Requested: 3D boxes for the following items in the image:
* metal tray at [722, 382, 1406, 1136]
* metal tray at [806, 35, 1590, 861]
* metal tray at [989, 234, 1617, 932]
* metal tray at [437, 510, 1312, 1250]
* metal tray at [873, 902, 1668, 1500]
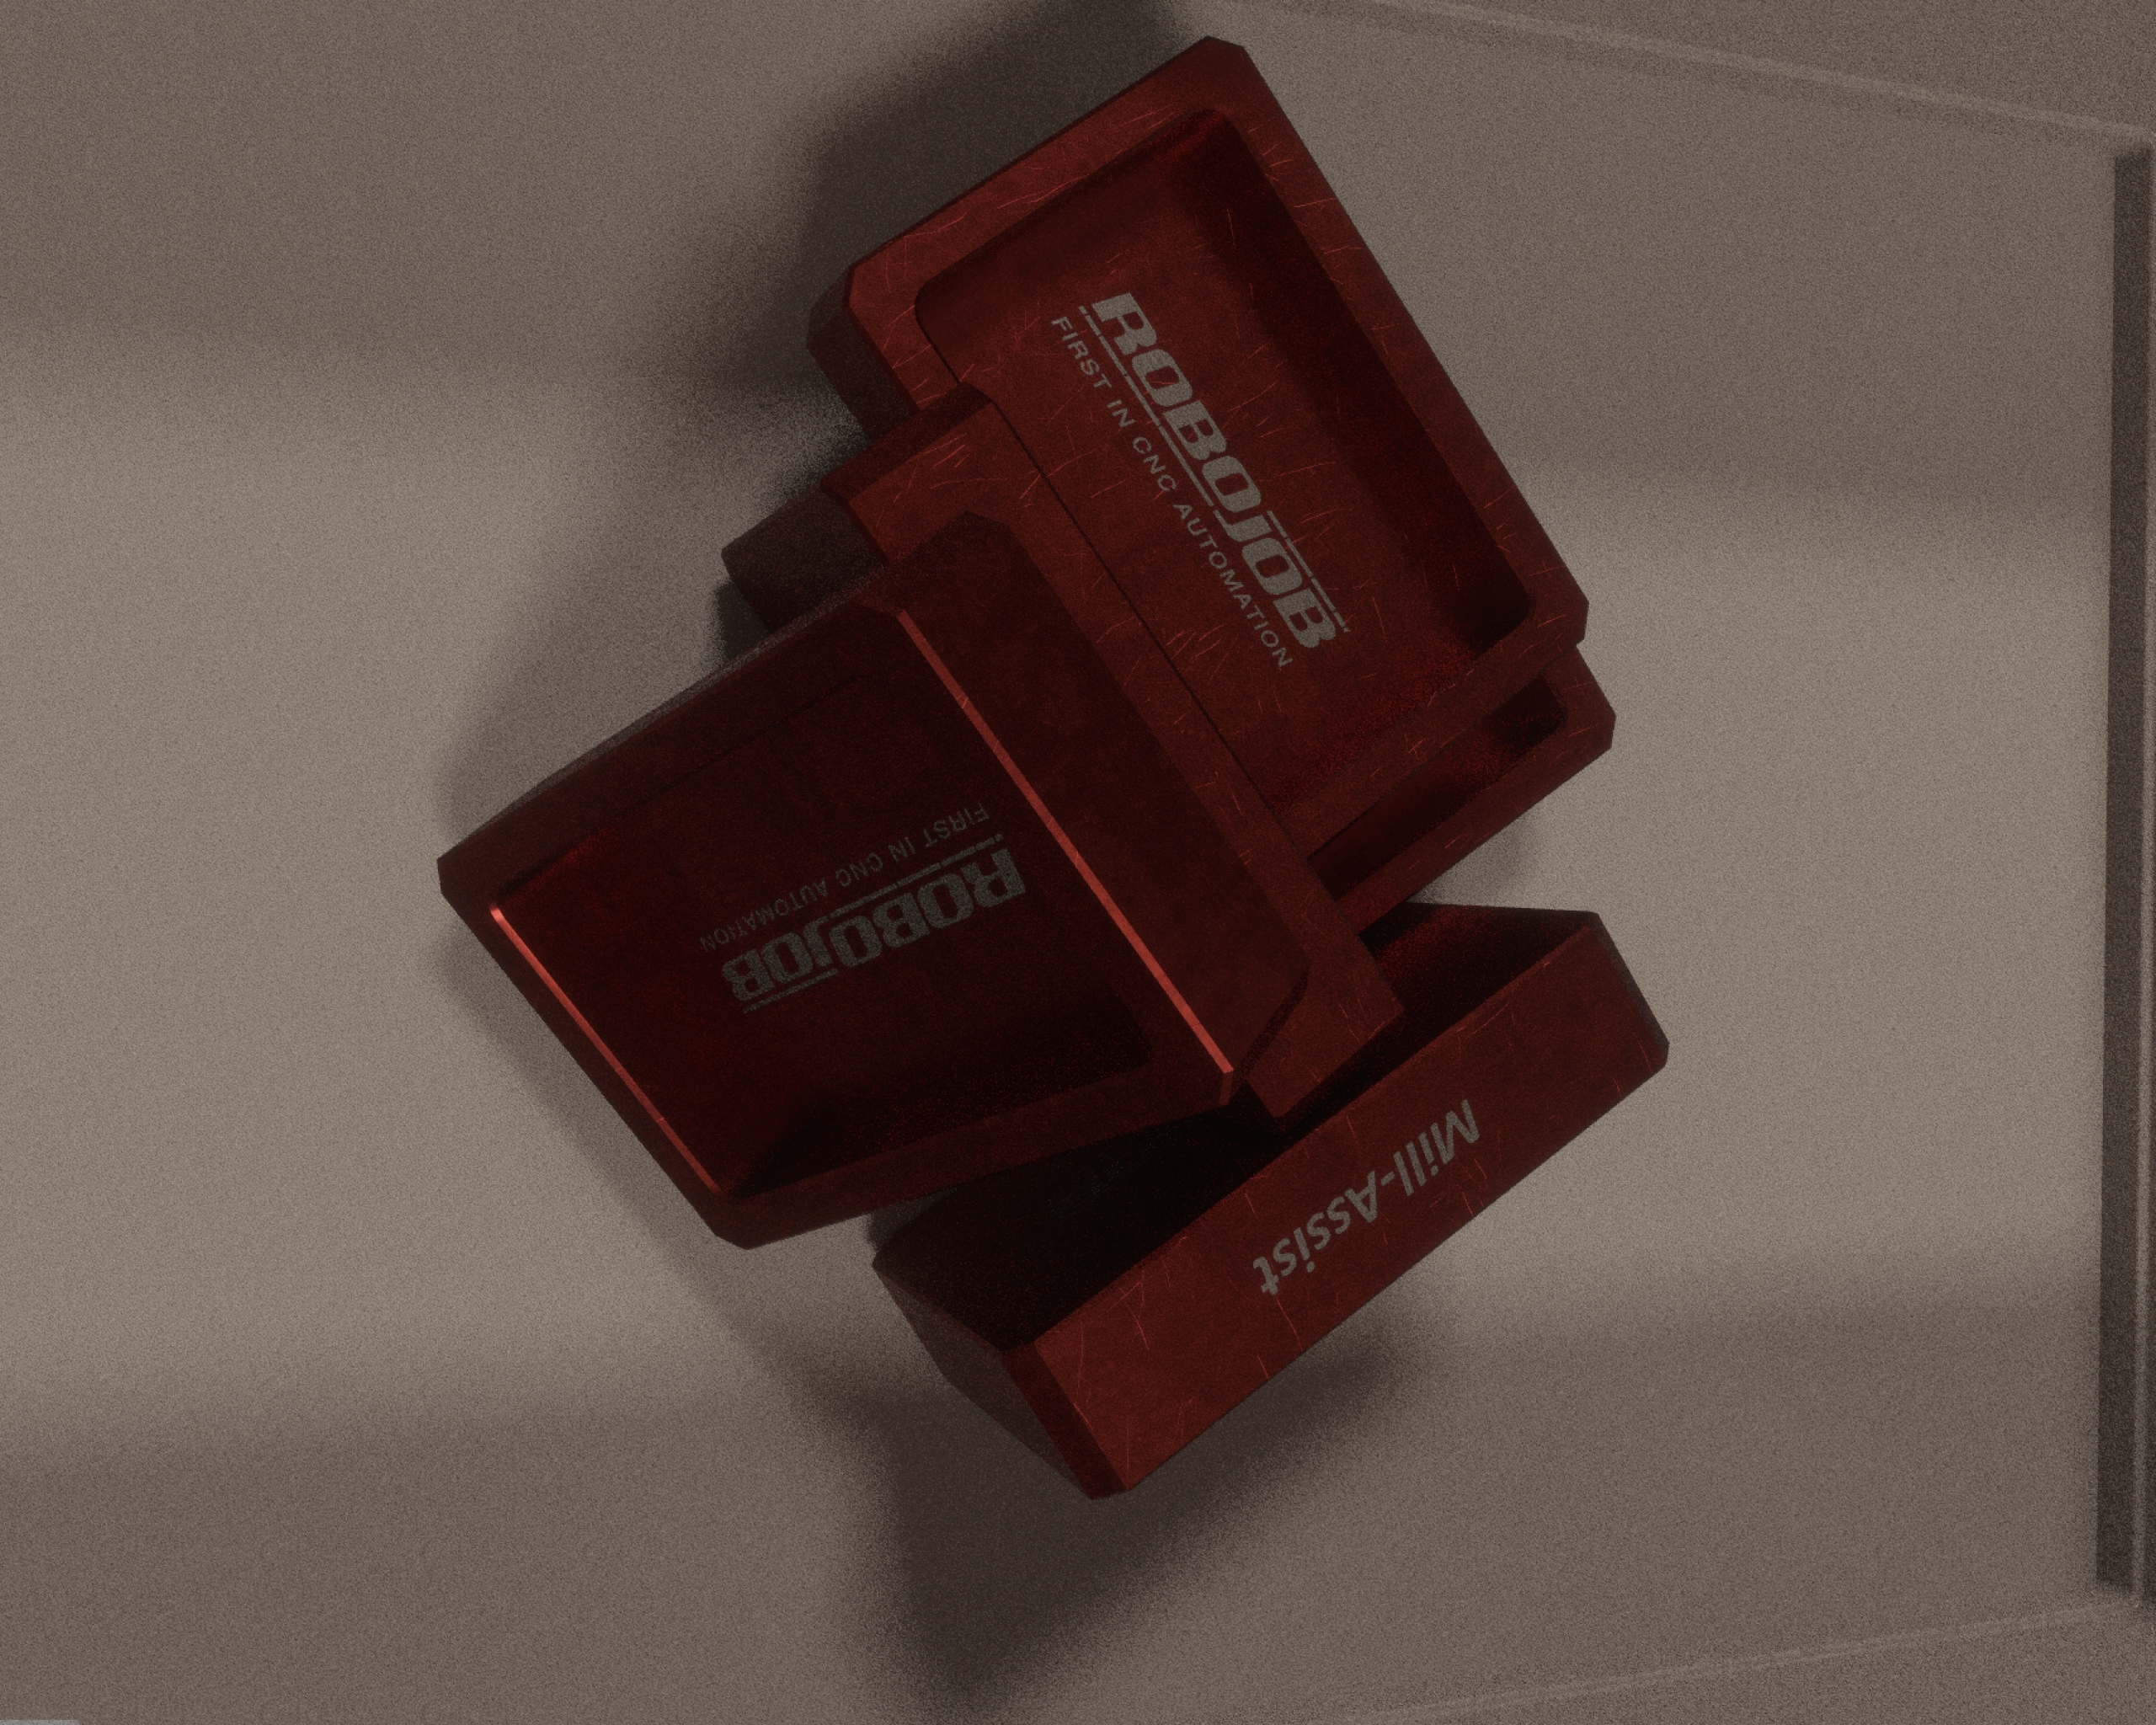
[{"bbox_3d":[-0.006,-0.015,0.372,0.030,0.090,0.130,-39,103,-16],"label":"metal tray"},{"bbox_3d":[0.024,-0.071,0.384,0.090,0.030,0.130,-38,102,-16],"label":"metal tray"},{"bbox_3d":[0.040,-0.055,0.423,0.090,0.030,0.130,-36,101,-15],"label":"metal tray"},{"bbox_3d":[-0.038,0.010,0.341,0.090,0.130,0.030,55,43,-12],"label":"metal tray"},{"bbox_3d":[0.033,0.055,0.388,0.131,0.090,0.030,-34,102,-17],"label":"metal tray"}]
